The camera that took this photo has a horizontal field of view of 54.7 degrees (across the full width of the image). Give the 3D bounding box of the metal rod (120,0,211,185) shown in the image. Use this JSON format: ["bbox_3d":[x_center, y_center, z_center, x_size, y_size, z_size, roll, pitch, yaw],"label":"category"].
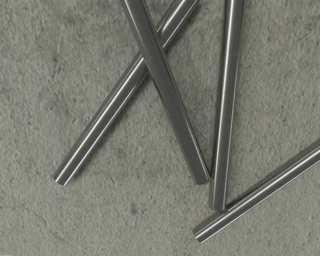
[{"bbox_3d":[0.007,-0.050,0.369,0.025,0.025,0.299,-20,117,7],"label":"metal rod"}]

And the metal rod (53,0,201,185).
[{"bbox_3d":[-0.050,-0.042,0.393,0.025,0.025,0.299,34,106,-12],"label":"metal rod"}]

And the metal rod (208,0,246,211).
[{"bbox_3d":[0.085,-0.026,0.401,0.025,0.025,0.298,0,110,-1],"label":"metal rod"}]

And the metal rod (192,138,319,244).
[{"bbox_3d":[0.170,0.071,0.438,0.300,0.025,0.025,-40,106,13],"label":"metal rod"}]
